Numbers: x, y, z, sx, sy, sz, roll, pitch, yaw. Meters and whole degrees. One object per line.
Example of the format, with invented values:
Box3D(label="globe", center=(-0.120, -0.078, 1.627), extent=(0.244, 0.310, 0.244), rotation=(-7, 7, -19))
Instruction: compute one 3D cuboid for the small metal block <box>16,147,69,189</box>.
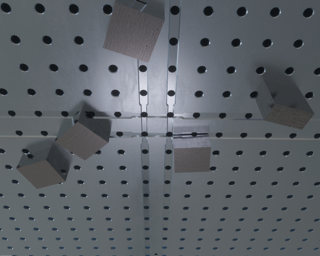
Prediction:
Box3D(label="small metal block", center=(-0.173, 0.061, 0.462), extent=(0.050, 0.025, 0.050), rotation=(-16, 129, 13))

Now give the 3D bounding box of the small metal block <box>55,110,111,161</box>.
Box3D(label="small metal block", center=(-0.104, 0.011, 0.420), extent=(0.050, 0.025, 0.050), rotation=(-36, 122, 26))

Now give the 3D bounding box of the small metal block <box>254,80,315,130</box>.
Box3D(label="small metal block", center=(0.147, -0.028, 0.372), extent=(0.050, 0.050, 0.025), rotation=(13, 129, -11))

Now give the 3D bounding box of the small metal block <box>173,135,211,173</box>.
Box3D(label="small metal block", center=(0.045, 0.037, 0.444), extent=(0.050, 0.025, 0.050), rotation=(-3, 130, 2))

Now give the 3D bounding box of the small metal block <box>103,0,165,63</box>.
Box3D(label="small metal block", center=(-0.027, -0.103, 0.324), extent=(0.050, 0.025, 0.050), rotation=(16, 128, -13))
